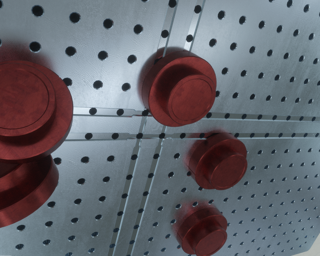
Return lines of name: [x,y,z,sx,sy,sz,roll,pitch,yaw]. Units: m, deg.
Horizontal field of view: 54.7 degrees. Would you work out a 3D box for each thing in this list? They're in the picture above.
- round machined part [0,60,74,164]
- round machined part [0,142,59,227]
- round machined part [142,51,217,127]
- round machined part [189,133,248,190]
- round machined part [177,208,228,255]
round machined part: [-0.130,-0.019,0.281,0.099,0.098,0.042,-15,166,-21]
round machined part: [-0.157,0.047,0.308,0.099,0.098,0.042,-22,127,-16]
round machined part: [0.031,-0.043,0.392,0.099,0.042,0.097,-14,125,-21]
round machined part: [0.099,0.060,0.494,0.099,0.042,0.097,-14,125,-21]
round machined part: [0.084,0.199,0.572,0.099,0.042,0.097,-14,124,-21]
